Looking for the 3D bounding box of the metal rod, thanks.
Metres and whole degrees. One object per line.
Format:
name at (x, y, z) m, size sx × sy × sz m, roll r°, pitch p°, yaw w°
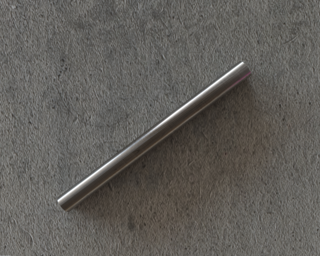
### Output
metal rod at (-0.007, 0.011, 0.411) m, size 0.301 × 0.025 × 0.025 m, roll -37°, pitch 90°, yaw -1°
